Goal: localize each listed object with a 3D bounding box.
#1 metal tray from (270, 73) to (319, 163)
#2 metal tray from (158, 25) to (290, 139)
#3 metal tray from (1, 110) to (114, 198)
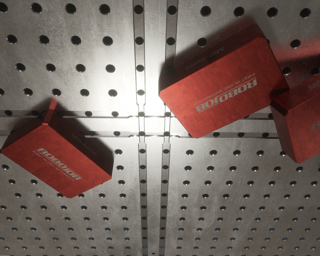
[{"bbox_3d":[0.203,-0.024,0.366,0.130,0.030,0.090,-30,127,1],"label":"metal tray"},{"bbox_3d":[0.075,-0.049,0.368,0.130,0.030,0.090,-27,126,20],"label":"metal tray"},{"bbox_3d":[-0.141,0.043,0.443,0.090,0.030,0.130,-28,125,21],"label":"metal tray"}]
